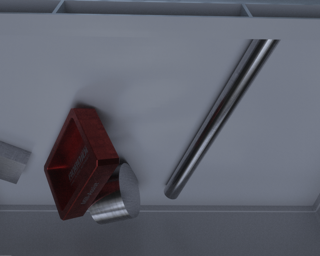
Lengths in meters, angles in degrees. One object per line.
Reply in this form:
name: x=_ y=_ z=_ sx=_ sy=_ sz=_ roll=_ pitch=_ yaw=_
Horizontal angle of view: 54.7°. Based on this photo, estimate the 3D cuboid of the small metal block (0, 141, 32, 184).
small metal block: x=-0.222 y=0.050 z=0.448 sx=0.050 sy=0.025 sz=0.050 roll=25 pitch=126 yaw=-20

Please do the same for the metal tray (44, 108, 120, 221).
metal tray: x=-0.108 y=0.048 z=0.404 sx=0.030 sy=0.090 sz=0.129 roll=-1 pitch=139 yaw=-42

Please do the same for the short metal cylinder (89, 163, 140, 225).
short metal cylinder: x=-0.067 y=0.096 z=0.454 sx=0.050 sy=0.080 sz=0.080 roll=-15 pitch=129 yaw=12

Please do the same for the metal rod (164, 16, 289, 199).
metal rod: x=0.070 y=-0.002 z=0.408 sx=0.025 sy=0.025 sz=0.298 roll=15 pitch=128 yaw=-13
